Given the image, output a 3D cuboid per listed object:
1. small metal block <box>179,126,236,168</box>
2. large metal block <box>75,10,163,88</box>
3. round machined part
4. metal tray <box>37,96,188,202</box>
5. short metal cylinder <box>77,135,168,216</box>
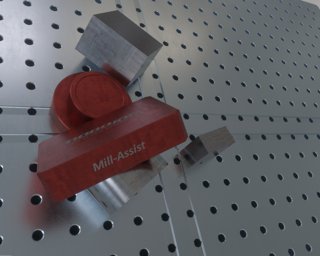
[{"bbox_3d":[0.062,0.026,0.410,0.050,0.050,0.025,-17,71,-35],"label":"small metal block"},{"bbox_3d":[-0.051,-0.108,0.413,0.080,0.050,0.080,37,28,-4],"label":"large metal block"},{"bbox_3d":[-0.077,-0.029,0.373,0.099,0.042,0.098,14,56,-21],"label":"round machined part"},{"bbox_3d":[-0.050,0.013,0.303,0.131,0.090,0.030,-25,111,-13],"label":"metal tray"},{"bbox_3d":[-0.038,0.046,0.325,0.050,0.080,0.080,48,51,5],"label":"short metal cylinder"}]
